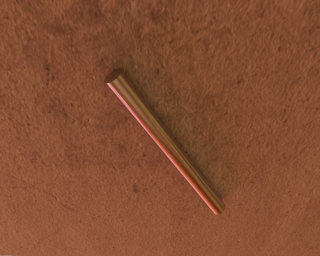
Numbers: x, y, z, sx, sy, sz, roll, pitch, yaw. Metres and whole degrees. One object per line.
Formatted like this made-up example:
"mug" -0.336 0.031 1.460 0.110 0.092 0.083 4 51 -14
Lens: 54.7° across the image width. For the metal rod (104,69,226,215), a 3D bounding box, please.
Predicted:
"metal rod" 0.023 0.038 0.439 0.025 0.025 0.300 -25 126 19
